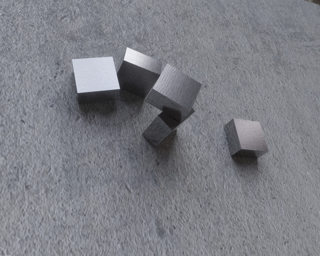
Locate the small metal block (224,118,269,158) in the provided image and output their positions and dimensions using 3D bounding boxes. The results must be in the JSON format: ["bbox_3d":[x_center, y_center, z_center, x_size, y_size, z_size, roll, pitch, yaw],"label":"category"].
[{"bbox_3d":[0.128,0.016,0.463,0.050,0.025,0.050,7,59,-25],"label":"small metal block"}]

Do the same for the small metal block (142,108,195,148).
[{"bbox_3d":[0.011,-0.007,0.397,0.025,0.050,0.050,48,51,4],"label":"small metal block"}]

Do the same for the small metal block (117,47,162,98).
[{"bbox_3d":[-0.031,-0.073,0.414,0.050,0.050,0.025,20,51,-17],"label":"small metal block"}]

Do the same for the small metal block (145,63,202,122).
[{"bbox_3d":[0.017,-0.043,0.375,0.050,0.025,0.050,30,51,-5],"label":"small metal block"}]

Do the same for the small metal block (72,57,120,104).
[{"bbox_3d":[-0.081,-0.061,0.390,0.050,0.025,0.050,-8,65,-17],"label":"small metal block"}]
